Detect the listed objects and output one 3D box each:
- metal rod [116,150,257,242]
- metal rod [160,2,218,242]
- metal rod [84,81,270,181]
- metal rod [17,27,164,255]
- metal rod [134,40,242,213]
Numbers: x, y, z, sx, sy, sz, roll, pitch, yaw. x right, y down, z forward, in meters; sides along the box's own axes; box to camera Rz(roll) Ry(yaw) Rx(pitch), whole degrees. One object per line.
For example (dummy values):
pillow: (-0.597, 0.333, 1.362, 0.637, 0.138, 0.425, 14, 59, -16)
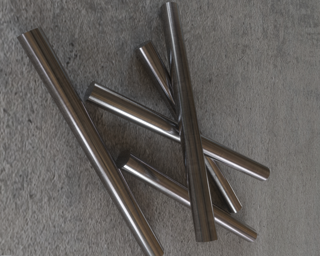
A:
metal rod: (0.056, 0.111, 0.451, 0.301, 0.025, 0.025, 37, 68, -34)
metal rod: (0.033, -0.018, 0.383, 0.025, 0.025, 0.299, 3, 73, -40)
metal rod: (0.042, 0.015, 0.412, 0.302, 0.025, 0.025, 25, 74, -29)
metal rod: (-0.066, 0.035, 0.349, 0.025, 0.025, 0.299, -39, 114, -33)
metal rod: (0.050, 0.013, 0.446, 0.025, 0.025, 0.299, -46, 118, -30)
